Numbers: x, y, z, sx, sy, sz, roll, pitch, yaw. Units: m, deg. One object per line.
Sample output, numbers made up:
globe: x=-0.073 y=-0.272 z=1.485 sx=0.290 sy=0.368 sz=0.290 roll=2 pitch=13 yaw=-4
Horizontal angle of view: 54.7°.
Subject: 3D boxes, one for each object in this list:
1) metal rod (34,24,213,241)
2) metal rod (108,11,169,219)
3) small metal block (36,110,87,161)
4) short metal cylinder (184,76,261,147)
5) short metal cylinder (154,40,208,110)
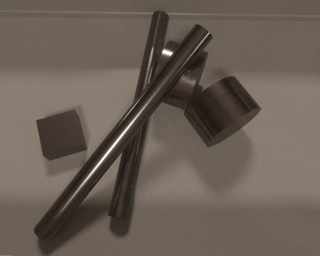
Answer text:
metal rod: x=-0.044 y=0.007 z=0.357 sx=0.025 sy=0.025 sz=0.299 roll=39 pitch=93 yaw=12
metal rod: x=-0.024 y=-0.031 z=0.420 sx=0.025 sy=0.025 sz=0.299 roll=9 pitch=70 yaw=3
small metal block: x=-0.128 y=0.009 z=0.405 sx=0.050 sy=0.025 sz=0.050 roll=-17 pitch=71 yaw=-6
short metal cylinder: x=0.078 y=-0.019 z=0.389 sx=0.080 sy=0.080 sz=0.050 roll=-31 pitch=73 yaw=-11
short metal cylinder: x=0.026 y=-0.068 z=0.406 sx=0.050 sy=0.080 sz=0.080 roll=20 pitch=71 yaw=7
